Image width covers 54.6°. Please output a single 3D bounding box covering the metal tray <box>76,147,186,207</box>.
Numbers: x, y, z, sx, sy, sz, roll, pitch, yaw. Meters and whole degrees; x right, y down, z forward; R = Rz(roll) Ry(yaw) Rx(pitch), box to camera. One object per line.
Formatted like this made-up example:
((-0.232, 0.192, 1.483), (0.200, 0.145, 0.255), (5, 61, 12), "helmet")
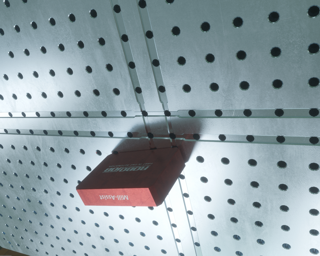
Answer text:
((-0.040, 0.068, 0.432), (0.130, 0.090, 0.030), (-8, 114, 32), "metal tray")
